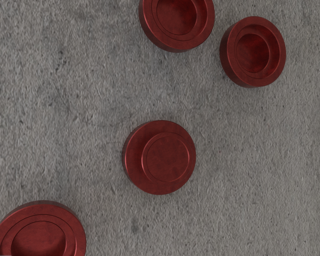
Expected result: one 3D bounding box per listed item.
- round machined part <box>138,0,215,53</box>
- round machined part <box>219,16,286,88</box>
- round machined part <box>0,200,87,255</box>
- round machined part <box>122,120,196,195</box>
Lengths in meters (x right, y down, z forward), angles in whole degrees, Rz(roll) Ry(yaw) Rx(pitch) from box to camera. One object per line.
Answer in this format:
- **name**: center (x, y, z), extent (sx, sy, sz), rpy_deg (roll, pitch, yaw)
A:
- **round machined part**: center (0.019, -0.147, 0.406), extent (0.099, 0.042, 0.097), rpy_deg (0, 90, -20)
- **round machined part**: center (0.128, -0.106, 0.447), extent (0.099, 0.042, 0.097), rpy_deg (0, 90, -20)
- **round machined part**: center (-0.136, 0.130, 0.350), extent (0.099, 0.042, 0.097), rpy_deg (0, 90, -20)
- **round machined part**: center (0.003, 0.038, 0.401), extent (0.099, 0.042, 0.097), rpy_deg (0, 90, -20)
